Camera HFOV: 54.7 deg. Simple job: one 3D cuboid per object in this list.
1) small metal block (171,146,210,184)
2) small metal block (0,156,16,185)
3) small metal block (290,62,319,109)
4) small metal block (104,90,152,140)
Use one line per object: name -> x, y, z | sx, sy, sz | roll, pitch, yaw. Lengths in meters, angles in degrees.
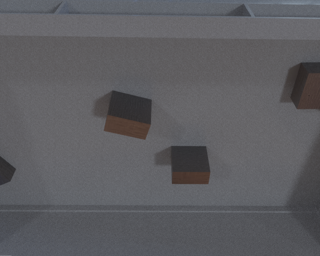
small metal block -> 0.042, 0.052, 0.437 | 0.050, 0.050, 0.025 | 0, 130, -1
small metal block -> -0.255, 0.063, 0.460 | 0.050, 0.025, 0.050 | -22, 127, 17
small metal block -> 0.191, -0.050, 0.368 | 0.050, 0.025, 0.050 | -1, 130, 1
small metal block -> -0.038, -0.016, 0.378 | 0.050, 0.050, 0.025 | 13, 129, -11
